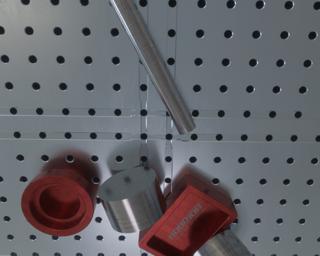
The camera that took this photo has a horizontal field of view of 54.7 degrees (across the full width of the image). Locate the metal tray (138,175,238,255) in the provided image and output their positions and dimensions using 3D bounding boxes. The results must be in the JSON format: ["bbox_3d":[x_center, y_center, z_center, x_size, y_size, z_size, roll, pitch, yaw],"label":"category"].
[{"bbox_3d":[0.039,0.144,0.463,0.090,0.030,0.129,33,107,-12],"label":"metal tray"}]

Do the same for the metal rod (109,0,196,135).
[{"bbox_3d":[-0.031,-0.123,0.367,0.025,0.025,0.299,-26,108,9],"label":"metal rod"}]

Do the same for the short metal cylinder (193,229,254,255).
[{"bbox_3d":[0.091,0.195,0.452,0.081,0.050,0.080,-24,141,-21],"label":"short metal cylinder"}]

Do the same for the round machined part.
[{"bbox_3d":[-0.139,0.101,0.440,0.099,0.042,0.097,0,110,0],"label":"round machined part"}]

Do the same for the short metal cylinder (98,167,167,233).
[{"bbox_3d":[-0.037,0.095,0.419,0.080,0.080,0.050,-16,110,5],"label":"short metal cylinder"}]
